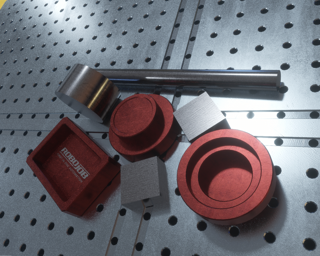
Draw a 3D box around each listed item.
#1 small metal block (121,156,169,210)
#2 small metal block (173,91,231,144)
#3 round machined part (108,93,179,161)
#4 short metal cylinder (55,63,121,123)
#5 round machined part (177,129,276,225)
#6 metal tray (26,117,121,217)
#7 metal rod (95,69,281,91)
[{"bbox_3d":[-0.020,0.068,0.377,0.050,0.025,0.050,-18,55,18],"label":"small metal block"},{"bbox_3d":[0.051,-0.010,0.388,0.050,0.025,0.050,-33,51,6],"label":"small metal block"},{"bbox_3d":[-0.027,-0.007,0.415,0.098,0.042,0.098,-14,53,19],"label":"round machined part"},{"bbox_3d":[-0.106,-0.050,0.460,0.080,0.080,0.050,19,72,35],"label":"short metal cylinder"},{"bbox_3d":[0.071,0.053,0.327,0.098,0.042,0.098,-13,56,21],"label":"round machined part"},{"bbox_3d":[-0.126,0.050,0.440,0.090,0.030,0.130,-50,51,-7],"label":"metal tray"},{"bbox_3d":[0.013,-0.072,0.445,0.300,0.025,0.025,7,65,31],"label":"metal rod"}]
